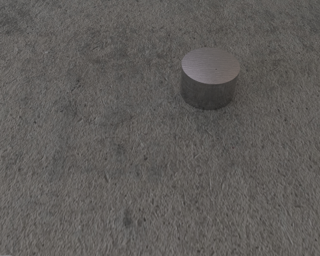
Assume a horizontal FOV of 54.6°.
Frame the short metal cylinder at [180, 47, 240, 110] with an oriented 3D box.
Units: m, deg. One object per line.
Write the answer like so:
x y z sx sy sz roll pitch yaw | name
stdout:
0.070 -0.072 0.448 0.080 0.050 0.080 0 50 0 | short metal cylinder
